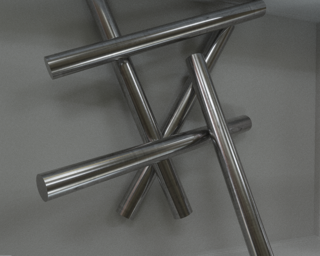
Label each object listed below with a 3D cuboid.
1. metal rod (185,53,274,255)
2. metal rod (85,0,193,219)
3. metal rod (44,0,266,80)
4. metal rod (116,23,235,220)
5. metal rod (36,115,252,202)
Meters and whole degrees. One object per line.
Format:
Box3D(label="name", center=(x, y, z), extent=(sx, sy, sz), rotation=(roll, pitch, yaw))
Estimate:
Box3D(label="metal rod", center=(0.085, 0.046, 0.368), extent=(0.025, 0.025, 0.299), rotation=(-10, 73, -20))
Box3D(label="metal rod", center=(-0.027, -0.031, 0.382), extent=(0.025, 0.025, 0.299), rotation=(-22, 91, -19))
Box3D(label="metal rod", center=(0.012, -0.116, 0.381), extent=(0.302, 0.025, 0.025), rotation=(-23, 98, -23))
Box3D(label="metal rod", center=(0.025, -0.019, 0.419), extent=(0.025, 0.025, 0.299), rotation=(32, 80, -17))
Box3D(label="metal rod", center=(0.012, 0.022, 0.362), extent=(0.302, 0.025, 0.025), rotation=(-15, 96, -39))
